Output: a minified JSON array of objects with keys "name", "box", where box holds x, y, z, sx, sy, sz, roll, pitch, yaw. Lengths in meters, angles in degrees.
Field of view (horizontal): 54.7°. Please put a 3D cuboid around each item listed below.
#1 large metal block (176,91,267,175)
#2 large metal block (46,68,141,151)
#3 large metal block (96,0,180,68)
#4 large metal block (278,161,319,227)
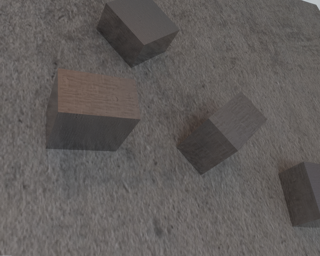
[{"name":"large metal block","box":[0.081,0.007,0.409,0.050,0.080,0.081,49,51,6]},{"name":"large metal block","box":[-0.076,-0.015,0.337,0.081,0.080,0.050,5,60,-26]},{"name":"large metal block","box":[-0.032,-0.147,0.462,0.080,0.050,0.081,49,51,6]},{"name":"large metal block","box":[0.232,0.100,0.455,0.081,0.050,0.080,10,58,-23]}]
